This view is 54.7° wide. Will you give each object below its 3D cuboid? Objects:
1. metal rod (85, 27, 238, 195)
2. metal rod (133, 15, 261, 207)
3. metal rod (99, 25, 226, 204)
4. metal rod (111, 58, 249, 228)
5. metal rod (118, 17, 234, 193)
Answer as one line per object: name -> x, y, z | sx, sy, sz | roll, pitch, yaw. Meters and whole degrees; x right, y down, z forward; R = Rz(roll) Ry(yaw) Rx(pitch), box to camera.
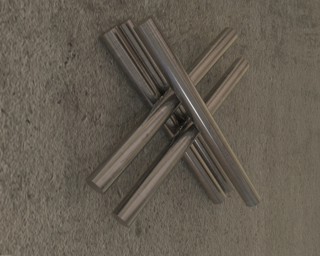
metal rod -> 0.019, -0.040, 0.391 | 0.301, 0.025, 0.025 | -49, 120, -29
metal rod -> 0.060, -0.003, 0.393 | 0.025, 0.025, 0.299 | -51, 120, -28
metal rod -> 0.016, -0.001, 0.422 | 0.025, 0.025, 0.299 | -50, 120, -29
metal rod -> 0.042, 0.001, 0.411 | 0.301, 0.025, 0.025 | -49, 120, -29
metal rod -> 0.032, -0.015, 0.435 | 0.025, 0.025, 0.299 | -50, 120, -29
